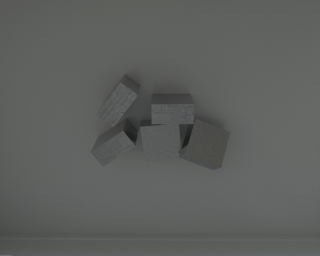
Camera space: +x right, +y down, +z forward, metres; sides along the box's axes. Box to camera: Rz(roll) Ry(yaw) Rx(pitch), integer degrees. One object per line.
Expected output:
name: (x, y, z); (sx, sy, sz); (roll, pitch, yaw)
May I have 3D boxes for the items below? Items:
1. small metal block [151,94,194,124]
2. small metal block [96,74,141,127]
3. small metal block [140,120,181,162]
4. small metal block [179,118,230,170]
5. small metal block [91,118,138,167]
small metal block: (0.015, -0.025, 0.389); (0.050, 0.050, 0.025); (0, 110, 0)
small metal block: (-0.050, -0.035, 0.384); (0.025, 0.050, 0.050); (36, 106, -13)
small metal block: (0.002, 0.015, 0.417); (0.050, 0.025, 0.050); (-6, 110, 2)
small metal block: (0.059, 0.022, 0.406); (0.050, 0.025, 0.050); (22, 69, -9)
small metal block: (-0.058, 0.017, 0.404); (0.050, 0.050, 0.025); (-33, 107, 11)
